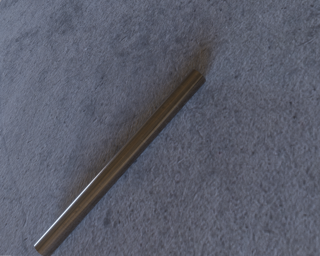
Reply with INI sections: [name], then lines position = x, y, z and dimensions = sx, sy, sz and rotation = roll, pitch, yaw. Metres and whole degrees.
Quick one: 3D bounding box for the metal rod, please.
[metal rod]
position = -0.047, 0.040, 0.402
dimensions = 0.300, 0.025, 0.025
rotation = -48, 52, -6
